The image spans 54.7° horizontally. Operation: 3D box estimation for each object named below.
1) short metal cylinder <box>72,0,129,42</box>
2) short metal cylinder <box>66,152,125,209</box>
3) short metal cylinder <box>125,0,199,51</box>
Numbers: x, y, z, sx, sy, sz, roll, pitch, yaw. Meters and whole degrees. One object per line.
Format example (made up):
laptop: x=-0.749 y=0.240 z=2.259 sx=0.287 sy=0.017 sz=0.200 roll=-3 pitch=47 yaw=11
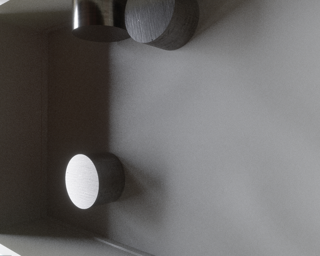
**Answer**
short metal cylinder: x=-0.083 y=-0.158 z=0.440 sx=0.080 sy=0.081 sz=0.050 roll=-1 pitch=90 yaw=40
short metal cylinder: x=-0.099 y=0.078 z=0.473 sx=0.080 sy=0.050 sz=0.080 roll=0 pitch=90 yaw=40
short metal cylinder: x=0.002 y=-0.142 z=0.389 sx=0.080 sy=0.050 sz=0.080 roll=0 pitch=90 yaw=40
